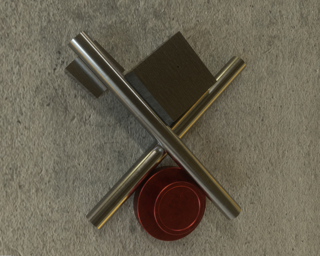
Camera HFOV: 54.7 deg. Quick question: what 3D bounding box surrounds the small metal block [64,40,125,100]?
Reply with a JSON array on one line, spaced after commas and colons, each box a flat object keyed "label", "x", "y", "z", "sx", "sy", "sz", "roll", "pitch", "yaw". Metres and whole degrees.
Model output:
[{"label": "small metal block", "x": -0.081, "y": -0.071, "z": 0.382, "sx": 0.050, "sy": 0.025, "sz": 0.050, "roll": 45, "pitch": 76, "yaw": -15}]

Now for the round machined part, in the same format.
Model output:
[{"label": "round machined part", "x": 0.018, "y": 0.101, "z": 0.409, "sx": 0.099, "sy": 0.042, "sz": 0.097, "roll": 0, "pitch": 90, "yaw": -21}]

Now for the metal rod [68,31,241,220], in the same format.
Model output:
[{"label": "metal rod", "x": 0.003, "y": 0.007, "z": 0.385, "sx": 0.025, "sy": 0.025, "sz": 0.300, "roll": -46, "pitch": 105, "yaw": -14}]

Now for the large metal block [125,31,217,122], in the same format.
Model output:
[{"label": "large metal block", "x": 0.012, "y": -0.064, "z": 0.403, "sx": 0.080, "sy": 0.050, "sz": 0.080, "roll": -44, "pitch": 104, "yaw": -15}]

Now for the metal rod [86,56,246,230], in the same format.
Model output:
[{"label": "metal rod", "x": 0.017, "y": 0.010, "z": 0.419, "sx": 0.025, "sy": 0.025, "sz": 0.301, "roll": 47, "pitch": 75, "yaw": -15}]
